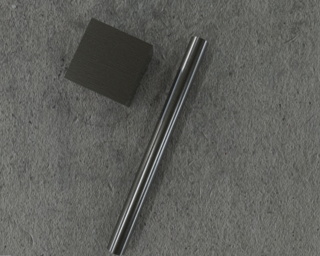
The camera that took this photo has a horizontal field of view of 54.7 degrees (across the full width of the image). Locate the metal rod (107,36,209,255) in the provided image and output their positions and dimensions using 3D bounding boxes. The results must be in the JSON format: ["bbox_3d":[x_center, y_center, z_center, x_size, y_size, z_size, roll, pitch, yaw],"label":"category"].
[{"bbox_3d":[-0.003,0.023,0.409,0.025,0.025,0.299,22,90,-1],"label":"metal rod"}]

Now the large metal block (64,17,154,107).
[{"bbox_3d":[-0.062,-0.080,0.397,0.080,0.050,0.080,25,90,-1],"label":"large metal block"}]
